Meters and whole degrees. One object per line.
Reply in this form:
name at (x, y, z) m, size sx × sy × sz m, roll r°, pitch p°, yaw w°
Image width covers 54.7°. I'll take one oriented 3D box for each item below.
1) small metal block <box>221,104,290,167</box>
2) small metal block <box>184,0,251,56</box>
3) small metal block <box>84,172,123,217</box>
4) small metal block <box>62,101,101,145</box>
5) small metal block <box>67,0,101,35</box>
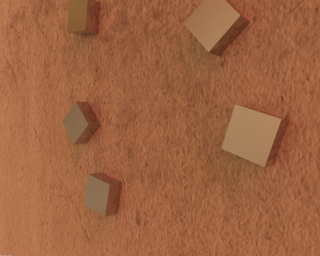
small metal block at (0.099, 0.007, 0.323) m, size 0.050 × 0.025 × 0.050 m, roll 24°, pitch 105°, yaw 37°
small metal block at (0.064, -0.119, 0.351) m, size 0.050 × 0.025 × 0.050 m, roll -48°, pitch 62°, yaw 29°
small metal block at (-0.087, 0.101, 0.474) m, size 0.050 × 0.025 × 0.050 m, roll 16°, pitch 100°, yaw 38°
small metal block at (-0.130, -0.008, 0.509) m, size 0.050 × 0.025 × 0.050 m, roll -48°, pitch 62°, yaw 29°
small metal block at (-0.125, -0.180, 0.505) m, size 0.050 × 0.025 × 0.050 m, roll 10°, pitch 96°, yaw 39°
